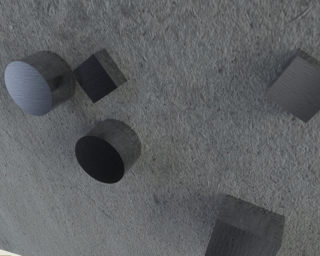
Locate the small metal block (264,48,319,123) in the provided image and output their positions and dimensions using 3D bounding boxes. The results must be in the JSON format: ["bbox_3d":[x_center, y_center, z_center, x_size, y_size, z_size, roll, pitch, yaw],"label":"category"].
[{"bbox_3d":[0.141,-0.041,0.307,0.050,0.025,0.050,35,129,4],"label":"small metal block"}]

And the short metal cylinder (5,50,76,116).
[{"bbox_3d":[-0.168,-0.064,0.438,0.080,0.050,0.079,13,124,20],"label":"short metal cylinder"}]

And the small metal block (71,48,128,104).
[{"bbox_3d":[-0.080,-0.067,0.405,0.050,0.025,0.050,-26,104,37],"label":"small metal block"}]

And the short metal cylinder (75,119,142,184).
[{"bbox_3d":[-0.074,0.033,0.448,0.080,0.050,0.079,13,124,20],"label":"short metal cylinder"}]

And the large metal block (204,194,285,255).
[{"bbox_3d":[0.114,0.148,0.422,0.080,0.050,0.079,19,126,16],"label":"large metal block"}]
